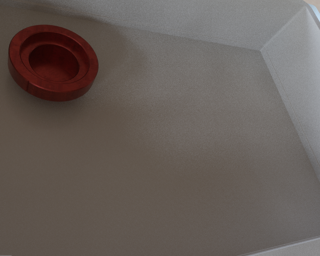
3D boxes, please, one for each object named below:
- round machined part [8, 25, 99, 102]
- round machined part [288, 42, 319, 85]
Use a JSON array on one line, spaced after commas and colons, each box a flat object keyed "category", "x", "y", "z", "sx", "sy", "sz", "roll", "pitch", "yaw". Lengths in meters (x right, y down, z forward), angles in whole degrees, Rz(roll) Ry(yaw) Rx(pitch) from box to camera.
[{"category": "round machined part", "x": -0.128, "y": -0.072, "z": 0.371, "sx": 0.099, "sy": 0.042, "sz": 0.098, "roll": 14, "pitch": 56, "yaw": -21}, {"category": "round machined part", "x": 0.309, "y": -0.129, "z": 0.646, "sx": 0.099, "sy": 0.042, "sz": 0.098, "roll": 14, "pitch": 56, "yaw": -21}]
